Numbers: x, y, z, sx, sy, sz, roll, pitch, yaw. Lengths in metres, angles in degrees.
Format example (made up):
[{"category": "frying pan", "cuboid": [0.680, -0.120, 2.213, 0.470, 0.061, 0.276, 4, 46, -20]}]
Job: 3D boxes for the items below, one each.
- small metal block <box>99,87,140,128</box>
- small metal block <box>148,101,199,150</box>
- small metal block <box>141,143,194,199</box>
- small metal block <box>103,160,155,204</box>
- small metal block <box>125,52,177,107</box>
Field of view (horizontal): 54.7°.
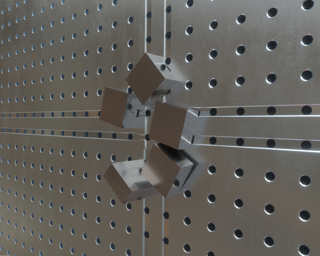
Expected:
[{"category": "small metal block", "cuboid": [-0.060, -0.030, 0.456, 0.050, 0.025, 0.050, 20, 103, 38]}, {"category": "small metal block", "cuboid": [0.017, -0.004, 0.394, 0.050, 0.025, 0.050, 20, 102, 38]}, {"category": "small metal block", "cuboid": [0.008, 0.052, 0.397, 0.050, 0.025, 0.050, 41, 121, 32]}, {"category": "small metal block", "cuboid": [-0.040, 0.072, 0.424, 0.050, 0.050, 0.025, 48, 119, 29]}, {"category": "small metal block", "cuboid": [-0.013, -0.065, 0.418, 0.050, 0.025, 0.050, -48, 62, 29]}]
